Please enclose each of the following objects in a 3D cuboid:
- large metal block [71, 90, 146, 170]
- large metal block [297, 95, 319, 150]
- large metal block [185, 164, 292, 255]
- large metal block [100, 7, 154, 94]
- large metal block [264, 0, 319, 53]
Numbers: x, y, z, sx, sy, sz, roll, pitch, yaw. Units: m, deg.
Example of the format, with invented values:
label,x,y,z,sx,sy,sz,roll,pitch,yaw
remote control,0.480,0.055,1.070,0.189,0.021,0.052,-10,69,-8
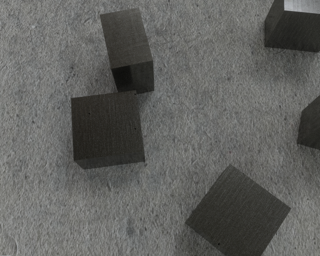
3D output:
label,x,y,z,sx,sy,sz,roll,pitch,yaw
large metal block,-0.064,0.003,0.393,0.081,0.050,0.080,-7,70,-3
large metal block,0.229,-0.004,0.382,0.080,0.080,0.050,16,71,6
large metal block,0.087,0.102,0.358,0.080,0.050,0.080,37,74,12
large metal block,-0.042,-0.097,0.414,0.050,0.080,0.080,-13,71,-5
large metal block,0.201,-0.154,0.436,0.080,0.080,0.050,7,70,2
